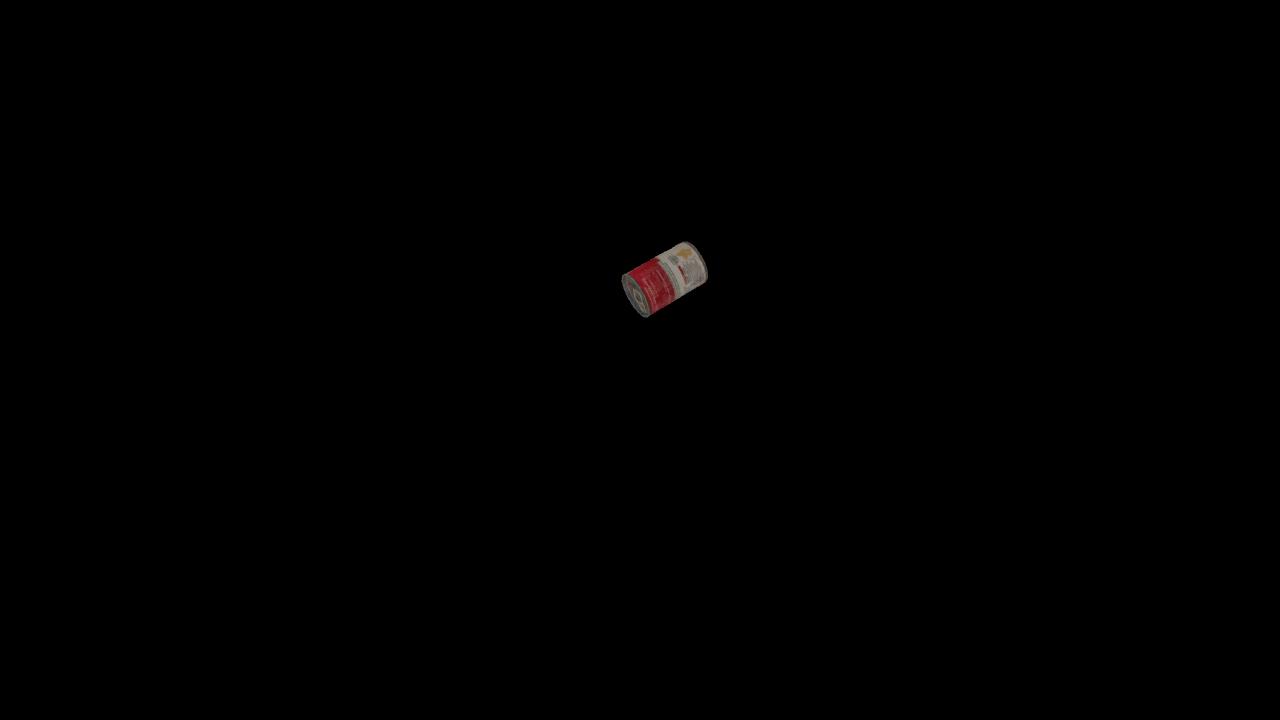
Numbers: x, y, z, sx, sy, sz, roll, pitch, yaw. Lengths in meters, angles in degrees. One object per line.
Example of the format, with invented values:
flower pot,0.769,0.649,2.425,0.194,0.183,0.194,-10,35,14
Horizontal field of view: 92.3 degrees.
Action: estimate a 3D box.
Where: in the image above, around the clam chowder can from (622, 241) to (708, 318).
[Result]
clam chowder can,0.035,-0.112,0.851,0.102,0.068,0.068,-31,9,-14
